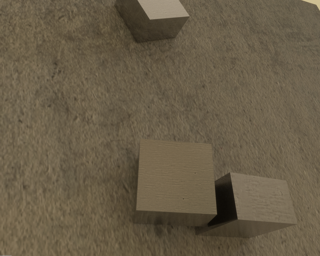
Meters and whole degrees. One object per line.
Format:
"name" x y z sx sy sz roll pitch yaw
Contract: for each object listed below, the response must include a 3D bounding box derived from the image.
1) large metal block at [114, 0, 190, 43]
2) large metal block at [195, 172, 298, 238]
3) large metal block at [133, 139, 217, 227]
"large metal block" -0.014 -0.188 0.497 0.081 0.050 0.080 -20 72 -36
"large metal block" 0.095 0.094 0.364 0.081 0.080 0.050 11 57 -23
"large metal block" 0.014 0.062 0.346 0.081 0.050 0.080 5 58 -6
